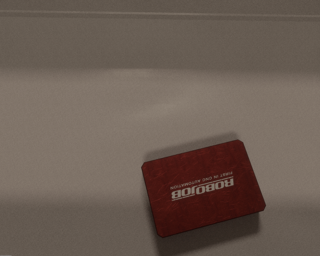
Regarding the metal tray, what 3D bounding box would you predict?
[{"bbox_3d":[0.050,0.074,0.381,0.131,0.030,0.090,-13,71,-5],"label":"metal tray"}]
